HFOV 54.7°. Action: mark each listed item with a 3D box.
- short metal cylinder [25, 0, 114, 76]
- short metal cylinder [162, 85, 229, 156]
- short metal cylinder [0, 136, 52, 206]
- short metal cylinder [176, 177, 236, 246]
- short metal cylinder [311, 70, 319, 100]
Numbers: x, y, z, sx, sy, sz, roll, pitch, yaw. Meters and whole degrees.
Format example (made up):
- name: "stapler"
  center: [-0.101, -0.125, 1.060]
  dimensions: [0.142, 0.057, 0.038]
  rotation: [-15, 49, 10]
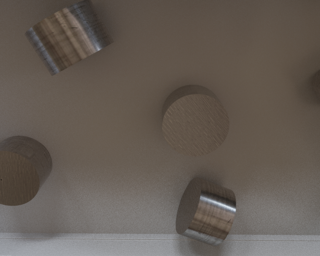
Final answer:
- name: "short metal cylinder"
  center: [-0.099, -0.099, 0.344]
  dimensions: [0.080, 0.080, 0.050]
  rotation: [-26, 108, 9]
- name: "short metal cylinder"
  center: [0.043, -0.011, 0.394]
  dimensions: [0.081, 0.050, 0.079]
  rotation: [0, 110, 0]
- name: "short metal cylinder"
  center: [-0.194, 0.057, 0.417]
  dimensions: [0.081, 0.050, 0.079]
  rotation: [0, 110, 0]
- name: "short metal cylinder"
  center: [0.061, 0.114, 0.424]
  dimensions: [0.050, 0.080, 0.079]
  rotation: [22, 109, -8]
- name: "short metal cylinder"
  center: [0.231, -0.049, 0.366]
  dimensions: [0.080, 0.080, 0.050]
  rotation: [-31, 107, 11]
